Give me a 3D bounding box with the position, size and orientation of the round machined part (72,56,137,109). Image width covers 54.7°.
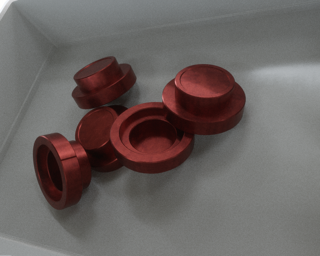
[{"bbox_3d":[-0.088,-0.073,0.462,0.098,0.042,0.098,-19,29,12],"label":"round machined part"}]

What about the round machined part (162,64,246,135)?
[{"bbox_3d":[0.052,-0.040,0.367,0.099,0.042,0.098,-1,44,1],"label":"round machined part"}]

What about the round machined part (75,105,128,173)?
[{"bbox_3d":[-0.078,0.009,0.430,0.098,0.042,0.098,-13,56,21],"label":"round machined part"}]

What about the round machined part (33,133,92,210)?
[{"bbox_3d":[-0.126,0.053,0.406,0.098,0.042,0.097,17,113,45],"label":"round machined part"}]

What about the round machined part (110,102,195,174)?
[{"bbox_3d":[-0.008,0.016,0.374,0.099,0.042,0.098,-3,46,3],"label":"round machined part"}]
